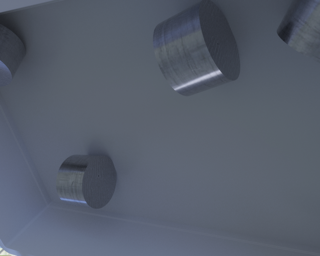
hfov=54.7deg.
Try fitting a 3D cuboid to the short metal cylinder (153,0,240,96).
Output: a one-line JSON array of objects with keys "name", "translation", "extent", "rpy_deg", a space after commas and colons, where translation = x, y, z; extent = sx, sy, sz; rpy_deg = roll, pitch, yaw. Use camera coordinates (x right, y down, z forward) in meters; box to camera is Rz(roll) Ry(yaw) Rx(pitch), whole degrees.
[{"name": "short metal cylinder", "translation": [0.038, -0.077, 0.305], "extent": [0.050, 0.080, 0.080], "rpy_deg": [-17, 110, 34]}]

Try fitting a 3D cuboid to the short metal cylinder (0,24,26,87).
[{"name": "short metal cylinder", "translation": [-0.238, -0.102, 0.430], "extent": [0.080, 0.050, 0.080], "rpy_deg": [6, 148, 4]}]

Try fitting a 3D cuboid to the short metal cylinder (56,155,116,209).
[{"name": "short metal cylinder", "translation": [-0.112, 0.082, 0.481], "extent": [0.050, 0.080, 0.080], "rpy_deg": [-1, 118, 28]}]

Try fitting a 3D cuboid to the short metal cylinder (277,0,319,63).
[{"name": "short metal cylinder", "translation": [0.143, -0.085, 0.245], "extent": [0.080, 0.080, 0.050], "rpy_deg": [28, 128, 10]}]
